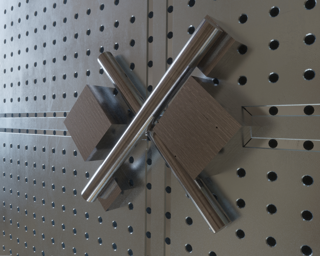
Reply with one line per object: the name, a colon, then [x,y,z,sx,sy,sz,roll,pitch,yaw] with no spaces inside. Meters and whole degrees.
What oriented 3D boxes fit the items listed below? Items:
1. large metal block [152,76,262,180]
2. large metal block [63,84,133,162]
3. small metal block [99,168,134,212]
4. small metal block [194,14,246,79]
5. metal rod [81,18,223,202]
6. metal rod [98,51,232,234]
large metal block: [0.051,0.000,0.351,0.080,0.050,0.080,51,120,28]
large metal block: [-0.092,-0.007,0.469,0.080,0.050,0.080,-51,61,28]
small metal block: [-0.073,0.089,0.470,0.050,0.025,0.050,52,120,27]
small metal block: [0.061,-0.093,0.360,0.050,0.025,0.050,-52,60,27]
metal rod: [-0.024,-0.005,0.396,0.298,0.025,0.025,-52,60,27]
metal rod: [-0.007,0.002,0.414,0.025,0.025,0.299,-50,61,28]
